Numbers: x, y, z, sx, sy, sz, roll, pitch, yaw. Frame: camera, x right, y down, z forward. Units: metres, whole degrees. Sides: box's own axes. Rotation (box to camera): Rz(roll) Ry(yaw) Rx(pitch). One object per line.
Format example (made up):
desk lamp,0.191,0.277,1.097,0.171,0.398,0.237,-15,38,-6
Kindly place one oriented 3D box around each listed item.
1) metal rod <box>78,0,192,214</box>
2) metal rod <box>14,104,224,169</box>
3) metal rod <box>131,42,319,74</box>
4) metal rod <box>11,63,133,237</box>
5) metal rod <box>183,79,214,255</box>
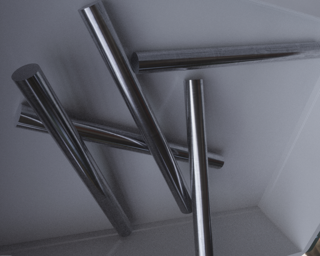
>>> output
metal rod,-0.013,-0.002,0.374,0.025,0.025,0.299,-30,121,-9
metal rod,-0.027,0.020,0.406,0.302,0.025,0.025,15,110,-35
metal rod,0.109,-0.095,0.408,0.303,0.025,0.025,-10,123,-24
metal rod,-0.085,0.054,0.371,0.025,0.025,0.299,-28,136,-11
metal rod,0.054,0.087,0.411,0.025,0.025,0.298,-7,96,-25
